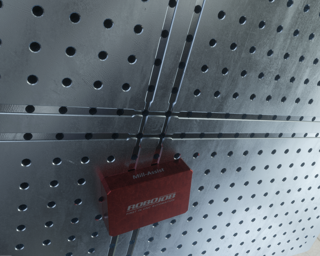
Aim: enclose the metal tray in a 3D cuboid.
[{"bbox_3d":[-0.018,0.103,0.464,0.131,0.030,0.089,-11,124,-23],"label":"metal tray"}]
